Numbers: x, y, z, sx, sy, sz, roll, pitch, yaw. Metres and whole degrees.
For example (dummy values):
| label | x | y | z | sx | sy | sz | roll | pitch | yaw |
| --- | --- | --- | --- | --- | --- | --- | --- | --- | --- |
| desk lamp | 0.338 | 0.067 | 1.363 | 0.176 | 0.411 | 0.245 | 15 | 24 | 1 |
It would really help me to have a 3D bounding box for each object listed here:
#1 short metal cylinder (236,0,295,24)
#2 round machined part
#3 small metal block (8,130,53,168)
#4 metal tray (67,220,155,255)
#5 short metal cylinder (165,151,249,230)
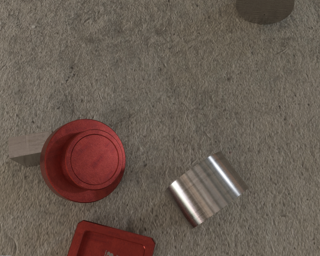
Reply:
| label | x | y | z | sx | sy | sz | roll | pitch | yaw |
| --- | --- | --- | --- | --- | --- | --- | --- | --- | --- |
| short metal cylinder | 0.156 | -0.199 | 0.453 | 0.080 | 0.080 | 0.050 | 14 | 71 | 5 |
| round machined part | -0.083 | 0.037 | 0.359 | 0.099 | 0.042 | 0.098 | 6 | 79 | -34 |
| small metal block | -0.151 | 0.027 | 0.384 | 0.050 | 0.050 | 0.025 | -11 | 71 | -4 |
| metal tray | -0.064 | 0.177 | 0.340 | 0.090 | 0.030 | 0.130 | 13 | 70 | 4 |
| short metal cylinder | 0.053 | 0.071 | 0.354 | 0.080 | 0.080 | 0.050 | -33 | 74 | -11 |
